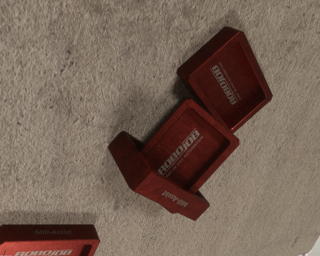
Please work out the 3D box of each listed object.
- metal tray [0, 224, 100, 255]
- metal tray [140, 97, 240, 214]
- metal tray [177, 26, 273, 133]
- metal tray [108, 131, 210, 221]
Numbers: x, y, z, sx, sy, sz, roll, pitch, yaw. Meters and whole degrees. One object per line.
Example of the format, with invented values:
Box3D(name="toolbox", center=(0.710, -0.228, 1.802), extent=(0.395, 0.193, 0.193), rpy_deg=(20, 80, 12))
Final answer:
Box3D(name="metal tray", center=(-0.160, 0.177, 0.426), extent=(0.131, 0.030, 0.089), rpy_deg=(12, 112, -34))
Box3D(name="metal tray", center=(0.027, 0.035, 0.406), extent=(0.090, 0.030, 0.130), rpy_deg=(40, 95, -7))
Box3D(name="metal tray", center=(0.092, -0.058, 0.419), extent=(0.090, 0.030, 0.130), rpy_deg=(-42, 130, 0))
Box3D(name="metal tray", center=(0.000, 0.063, 0.405), extent=(0.030, 0.090, 0.130), rpy_deg=(-48, 130, 6))
